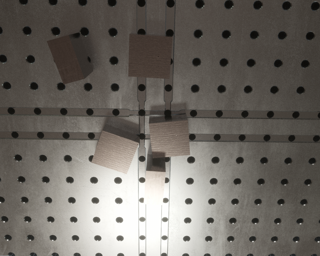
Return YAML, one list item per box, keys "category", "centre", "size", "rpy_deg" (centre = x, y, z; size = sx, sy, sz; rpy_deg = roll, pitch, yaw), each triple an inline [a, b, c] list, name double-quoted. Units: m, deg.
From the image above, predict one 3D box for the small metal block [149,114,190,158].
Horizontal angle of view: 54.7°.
- category: "small metal block"
  centre: [0.013, 0.011, 0.418]
  size: [0.050, 0.025, 0.050]
  rpy_deg: [-5, 110, 1]

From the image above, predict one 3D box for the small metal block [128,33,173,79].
- category: "small metal block"
  centre: [-0.012, -0.089, 0.381]
  size: [0.050, 0.025, 0.050]
  rpy_deg: [3, 110, -2]

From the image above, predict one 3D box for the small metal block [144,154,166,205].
- category: "small metal block"
  centre: [-0.007, 0.070, 0.426]
  size: [0.025, 0.050, 0.050]
  rpy_deg: [4, 110, -2]

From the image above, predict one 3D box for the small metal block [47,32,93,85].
- category: "small metal block"
  centre: [-0.105, -0.084, 0.368]
  size: [0.025, 0.050, 0.050]
  rpy_deg: [-15, 110, 5]

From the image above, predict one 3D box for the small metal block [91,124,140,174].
- category: "small metal block"
  centre: [-0.060, 0.029, 0.423]
  size: [0.050, 0.025, 0.050]
  rpy_deg: [20, 109, -8]
